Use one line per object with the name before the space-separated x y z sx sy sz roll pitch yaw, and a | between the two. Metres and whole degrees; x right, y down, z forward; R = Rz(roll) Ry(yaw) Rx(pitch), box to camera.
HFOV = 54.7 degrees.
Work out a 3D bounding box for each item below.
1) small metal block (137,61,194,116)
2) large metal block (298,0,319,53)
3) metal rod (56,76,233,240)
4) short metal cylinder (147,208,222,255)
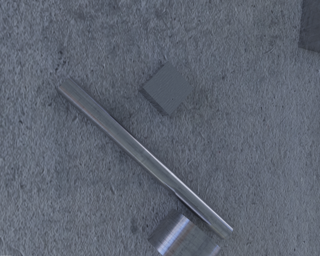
small metal block | 0.008 -0.052 0.412 0.050 0.025 0.050 46 76 -15
large metal block | 0.277 -0.166 0.498 0.081 0.050 0.080 8 87 -20
metal rod | -0.010 0.048 0.405 0.300 0.025 0.025 44 76 -15
short metal cylinder | 0.030 0.148 0.392 0.080 0.080 0.050 45 76 -15
